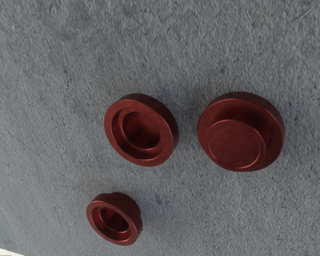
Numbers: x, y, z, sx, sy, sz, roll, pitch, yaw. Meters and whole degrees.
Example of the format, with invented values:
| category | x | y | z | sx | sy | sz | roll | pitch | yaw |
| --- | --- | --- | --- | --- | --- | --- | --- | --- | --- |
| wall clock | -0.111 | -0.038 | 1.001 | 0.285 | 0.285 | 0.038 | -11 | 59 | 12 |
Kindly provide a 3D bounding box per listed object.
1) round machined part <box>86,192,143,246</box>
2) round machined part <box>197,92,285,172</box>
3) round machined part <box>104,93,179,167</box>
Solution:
| category | x | y | z | sx | sy | sz | roll | pitch | yaw |
| --- | --- | --- | --- | --- | --- | --- | --- | --- | --- |
| round machined part | -0.072 | 0.149 | 0.526 | 0.098 | 0.042 | 0.097 | 13 | 124 | 21 |
| round machined part | 0.089 | 0.011 | 0.356 | 0.098 | 0.042 | 0.097 | 13 | 124 | 21 |
| round machined part | -0.020 | -0.001 | 0.406 | 0.098 | 0.042 | 0.097 | 13 | 124 | 21 |
